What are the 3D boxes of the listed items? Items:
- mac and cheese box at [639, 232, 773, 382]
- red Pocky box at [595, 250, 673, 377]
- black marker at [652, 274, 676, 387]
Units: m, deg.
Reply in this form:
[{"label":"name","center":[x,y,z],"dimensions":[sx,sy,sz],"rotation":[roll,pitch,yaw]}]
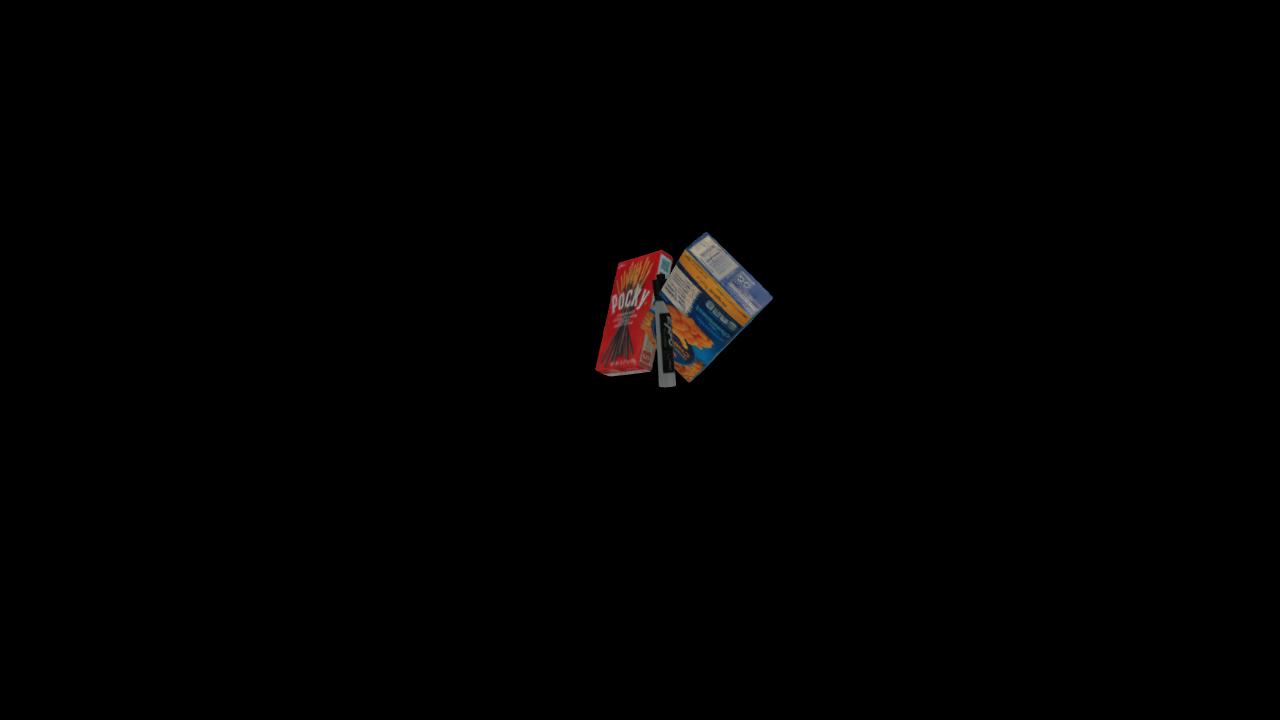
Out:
[{"label":"mac and cheese box","center":[0.061,-0.048,0.654],"dimensions":[0.041,0.093,0.184],"rotation":[-42,-7,-25]},{"label":"red Pocky box","center":[-0.008,-0.058,0.768],"dimensions":[0.028,0.155,0.083],"rotation":[25,-22,-37]},{"label":"black marker","center":[0.026,-0.031,0.661],"dimensions":[0.020,0.121,0.020],"rotation":[-4,4,0]}]
